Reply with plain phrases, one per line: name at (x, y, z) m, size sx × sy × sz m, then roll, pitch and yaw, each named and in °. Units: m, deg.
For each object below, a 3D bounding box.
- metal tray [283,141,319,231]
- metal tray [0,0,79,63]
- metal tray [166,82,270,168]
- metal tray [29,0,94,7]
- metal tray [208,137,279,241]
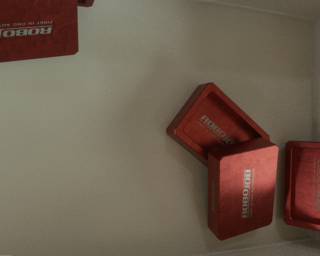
metal tray at (0.238, 0.086, 0.464) m, size 0.030 × 0.090 × 0.129 m, roll 2°, pitch 89°, yaw -52°
metal tray at (-0.154, -0.111, 0.318) m, size 0.131 × 0.089 × 0.030 m, roll -12°, pitch 62°, yaw -20°
metal tray at (0.085, 0.010, 0.440) m, size 0.130 × 0.030 × 0.090 m, roll 40°, pitch 77°, yaw -16°
metal tray at (-0.107, -0.166, 0.315) m, size 0.091 × 0.130 × 0.030 m, roll -1°, pitch 91°, yaw -20°
metal tray at (0.114, 0.084, 0.430) m, size 0.091 × 0.030 × 0.129 m, roll -11°, pitch 112°, yaw -18°
